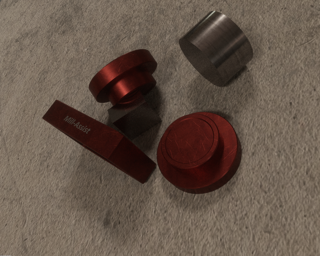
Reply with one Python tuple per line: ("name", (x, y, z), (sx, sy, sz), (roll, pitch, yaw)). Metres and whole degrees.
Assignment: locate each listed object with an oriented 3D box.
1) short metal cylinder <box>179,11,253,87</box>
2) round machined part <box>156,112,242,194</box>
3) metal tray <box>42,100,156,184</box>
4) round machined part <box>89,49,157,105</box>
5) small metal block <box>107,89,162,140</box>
("short metal cylinder", (0.070, -0.098, 0.392), (0.050, 0.080, 0.080), (-43, 51, -2))
("round machined part", (0.040, 0.023, 0.357), (0.098, 0.042, 0.098), (-13, 56, 20))
("metal tray", (-0.077, 0.017, 0.390), (0.130, 0.090, 0.030), (24, 75, 36))
("round machined part", (-0.044, -0.061, 0.427), (0.098, 0.098, 0.042), (-34, 84, 6))
("small metal block", (-0.033, -0.016, 0.414), (0.050, 0.050, 0.025), (-33, 52, 7))
